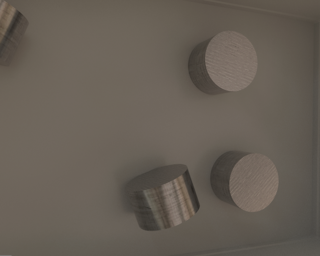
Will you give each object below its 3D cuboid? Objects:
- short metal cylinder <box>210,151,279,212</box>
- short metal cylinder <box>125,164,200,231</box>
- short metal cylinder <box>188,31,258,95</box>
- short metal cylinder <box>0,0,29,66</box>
[{"bbox_3d":[0.120,0.074,0.443,0.081,0.050,0.079,0,90,-21],"label":"short metal cylinder"},{"bbox_3d":[0.003,0.083,0.384,0.081,0.080,0.050,-21,97,-19],"label":"short metal cylinder"},{"bbox_3d":[0.086,-0.088,0.430,0.081,0.050,0.079,0,90,-21],"label":"short metal cylinder"},{"bbox_3d":[-0.184,-0.103,0.313,0.080,0.080,0.050,23,82,-19],"label":"short metal cylinder"}]
